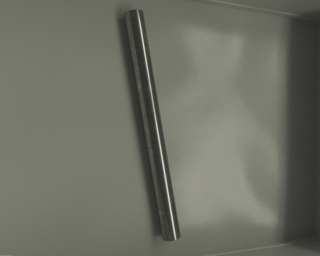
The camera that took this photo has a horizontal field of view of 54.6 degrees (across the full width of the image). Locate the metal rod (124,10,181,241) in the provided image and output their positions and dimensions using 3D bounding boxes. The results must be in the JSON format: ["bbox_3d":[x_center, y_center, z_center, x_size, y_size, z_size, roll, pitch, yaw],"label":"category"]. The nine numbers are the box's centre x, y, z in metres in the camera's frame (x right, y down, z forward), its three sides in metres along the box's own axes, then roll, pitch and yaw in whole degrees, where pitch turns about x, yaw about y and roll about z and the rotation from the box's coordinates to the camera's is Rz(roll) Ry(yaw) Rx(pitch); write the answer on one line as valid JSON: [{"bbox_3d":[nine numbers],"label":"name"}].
[{"bbox_3d":[-0.009,-0.001,0.406,0.025,0.025,0.298,-11,94,-20],"label":"metal rod"}]
